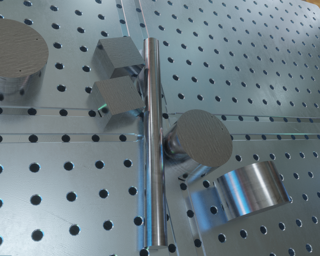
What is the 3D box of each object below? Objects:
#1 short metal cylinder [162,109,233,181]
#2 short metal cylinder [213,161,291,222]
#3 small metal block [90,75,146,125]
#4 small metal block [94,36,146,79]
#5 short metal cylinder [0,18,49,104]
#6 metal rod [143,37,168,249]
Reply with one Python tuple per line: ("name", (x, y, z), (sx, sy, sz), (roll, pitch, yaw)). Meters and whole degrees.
("short metal cylinder", (0.046, 0.023, 0.403), (0.081, 0.050, 0.080), (14, 56, -21))
("short metal cylinder", (0.113, 0.080, 0.385), (0.081, 0.080, 0.050), (-4, 64, -30))
("small metal block", (-0.055, -0.037, 0.401), (0.050, 0.025, 0.050), (-18, 72, -35))
("small metal block", (-0.057, -0.100, 0.439), (0.050, 0.025, 0.050), (-18, 71, -35))
("short metal cylinder", (-0.170, -0.074, 0.346), (0.081, 0.050, 0.080), (14, 56, -21))
("metal rod", (-0.009, -0.002, 0.404), (0.025, 0.025, 0.299), (12, 57, -22))
